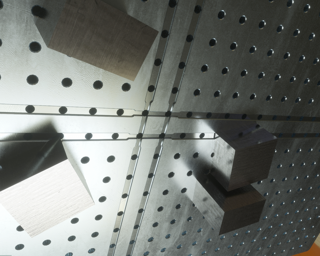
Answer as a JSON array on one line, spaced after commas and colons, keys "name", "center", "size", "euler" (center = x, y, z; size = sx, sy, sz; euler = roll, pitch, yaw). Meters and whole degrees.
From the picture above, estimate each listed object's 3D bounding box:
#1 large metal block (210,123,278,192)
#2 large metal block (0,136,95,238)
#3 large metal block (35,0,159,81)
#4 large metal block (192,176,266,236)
[{"name": "large metal block", "center": [0.133, 0.046, 0.499], "size": [0.081, 0.050, 0.079], "euler": [-12, 124, -22]}, {"name": "large metal block", "center": [-0.135, 0.069, 0.365], "size": [0.080, 0.050, 0.080], "euler": [-27, 128, -12]}, {"name": "large metal block", "center": [-0.061, -0.093, 0.286], "size": [0.081, 0.080, 0.050], "euler": [17, 109, -35]}, {"name": "large metal block", "center": [0.112, 0.120, 0.514], "size": [0.081, 0.080, 0.050], "euler": [-9, 123, -24]}]
